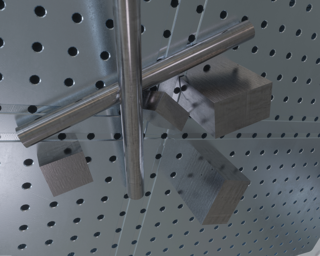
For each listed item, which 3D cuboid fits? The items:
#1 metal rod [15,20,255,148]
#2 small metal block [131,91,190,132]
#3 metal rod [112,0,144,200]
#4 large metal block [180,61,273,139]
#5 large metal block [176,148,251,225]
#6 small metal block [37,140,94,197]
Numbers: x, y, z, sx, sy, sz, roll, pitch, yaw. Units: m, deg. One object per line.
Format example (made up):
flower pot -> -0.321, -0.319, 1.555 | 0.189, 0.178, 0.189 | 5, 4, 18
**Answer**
metal rod -> -0.018, -0.057, 0.365 | 0.302, 0.025, 0.025 | -27, 128, -11
small metal block -> -0.001, -0.021, 0.377 | 0.050, 0.050, 0.025 | 37, 73, -39
metal rod -> -0.032, -0.017, 0.352 | 0.025, 0.025, 0.298 | -16, 135, -19
large metal block -> 0.082, -0.039, 0.396 | 0.081, 0.080, 0.050 | -20, 126, -17
large metal block -> 0.078, 0.088, 0.472 | 0.050, 0.080, 0.079 | 9, 114, -32
small metal block -> -0.115, 0.050, 0.379 | 0.050, 0.025, 0.050 | -21, 126, -16
